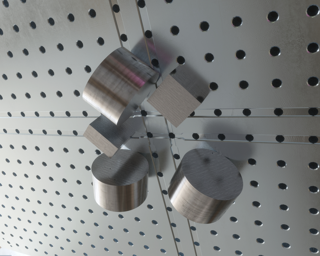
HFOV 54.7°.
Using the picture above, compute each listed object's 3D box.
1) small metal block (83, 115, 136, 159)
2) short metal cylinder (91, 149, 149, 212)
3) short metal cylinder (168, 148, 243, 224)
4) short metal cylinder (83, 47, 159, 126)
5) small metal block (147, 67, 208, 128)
[{"bbox_3d":[-0.070,0.007,0.436,0.050,0.050,0.025,40,129,0],"label":"small metal block"},{"bbox_3d":[-0.057,0.075,0.452,0.080,0.080,0.050,16,125,19],"label":"short metal cylinder"},{"bbox_3d":[0.056,0.072,0.391,0.080,0.080,0.050,30,128,9],"label":"short metal cylinder"},{"bbox_3d":[-0.046,-0.049,0.370,0.050,0.080,0.080,38,129,2],"label":"short metal cylinder"},{"bbox_3d":[0.020,-0.037,0.378,0.050,0.025,0.050,42,129,-2],"label":"small metal block"}]
